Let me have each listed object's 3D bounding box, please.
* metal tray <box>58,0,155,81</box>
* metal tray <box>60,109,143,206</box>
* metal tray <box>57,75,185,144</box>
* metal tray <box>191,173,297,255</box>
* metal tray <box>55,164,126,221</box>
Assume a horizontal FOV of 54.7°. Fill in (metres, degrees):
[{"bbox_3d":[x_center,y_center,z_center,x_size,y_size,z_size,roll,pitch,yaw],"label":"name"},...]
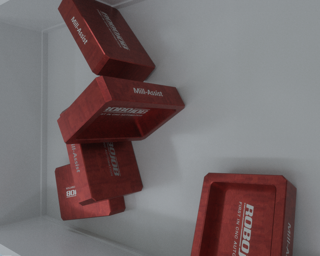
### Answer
[{"bbox_3d":[-0.073,-0.124,0.424,0.030,0.091,0.130,-46,63,30],"label":"metal tray"},{"bbox_3d":[-0.080,0.033,0.430,0.030,0.091,0.129,-26,74,37],"label":"metal tray"},{"bbox_3d":[-0.042,-0.017,0.374,0.090,0.131,0.030,-38,67,33],"label":"metal tray"},{"bbox_3d":[0.079,0.112,0.305,0.090,0.030,0.130,-5,63,39],"label":"metal tray"},{"bbox_3d":[-0.117,0.098,0.500,0.130,0.030,0.090,-18,79,38],"label":"metal tray"}]
